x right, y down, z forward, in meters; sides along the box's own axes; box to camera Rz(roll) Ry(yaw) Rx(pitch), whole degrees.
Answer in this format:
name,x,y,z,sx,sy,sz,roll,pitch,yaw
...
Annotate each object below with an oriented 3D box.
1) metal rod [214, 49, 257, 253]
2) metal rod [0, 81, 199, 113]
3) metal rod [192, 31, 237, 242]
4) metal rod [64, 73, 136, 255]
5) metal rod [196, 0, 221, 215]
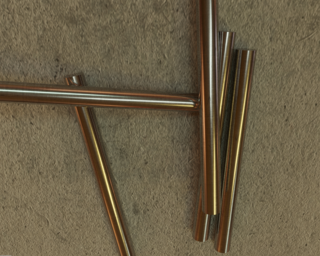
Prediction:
name,x,y,z,sx,sy,sz,roll,pitch,yaw
metal rod,0.100,0.044,0.426,0.025,0.025,0.298,2,110,-1
metal rod,-0.095,-0.038,0.368,0.302,0.025,0.025,2,111,-12
metal rod,0.070,0.025,0.419,0.025,0.025,0.298,3,110,-1
metal rod,-0.078,0.071,0.435,0.025,0.025,0.298,-11,110,4
metal rod,0.059,-0.034,0.374,0.025,0.025,0.298,-3,105,1
